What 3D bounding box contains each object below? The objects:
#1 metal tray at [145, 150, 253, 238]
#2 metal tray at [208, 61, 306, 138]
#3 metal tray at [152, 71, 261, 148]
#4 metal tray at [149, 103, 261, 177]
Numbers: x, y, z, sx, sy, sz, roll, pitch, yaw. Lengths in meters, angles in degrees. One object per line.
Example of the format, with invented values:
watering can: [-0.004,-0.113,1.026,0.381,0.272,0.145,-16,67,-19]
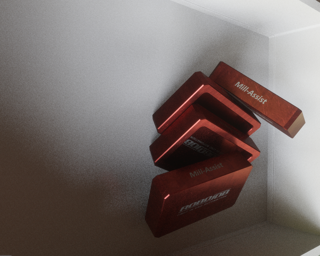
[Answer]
metal tray: [0.049,0.084,0.398,0.131,0.030,0.089,-14,136,-27]
metal tray: [0.139,-0.040,0.444,0.030,0.130,0.090,-55,152,9]
metal tray: [0.066,-0.009,0.425,0.131,0.030,0.090,29,117,-37]
metal tray: [0.063,0.031,0.418,0.131,0.030,0.090,28,117,-36]
